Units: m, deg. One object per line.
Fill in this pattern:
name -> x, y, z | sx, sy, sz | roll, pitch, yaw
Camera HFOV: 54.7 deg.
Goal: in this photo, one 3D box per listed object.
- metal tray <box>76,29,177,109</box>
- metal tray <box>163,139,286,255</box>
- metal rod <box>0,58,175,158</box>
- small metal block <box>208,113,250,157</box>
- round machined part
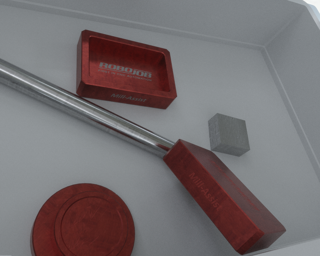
metal tray -> -0.046, -0.079, 0.426 | 0.131, 0.030, 0.090 | 7, 59, -25
metal tray -> 0.070, 0.072, 0.343 | 0.090, 0.030, 0.130 | 22, 22, -53
metal rod -> -0.104, -0.028, 0.367 | 0.301, 0.025, 0.025 | 26, 53, -13
small metal block -> 0.101, 0.010, 0.456 | 0.050, 0.025, 0.050 | 13, 56, -21
round machined part -> -0.070, 0.099, 0.298 | 0.099, 0.042, 0.098 | 14, 56, -21
